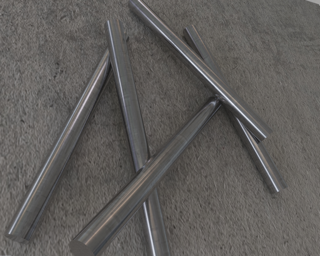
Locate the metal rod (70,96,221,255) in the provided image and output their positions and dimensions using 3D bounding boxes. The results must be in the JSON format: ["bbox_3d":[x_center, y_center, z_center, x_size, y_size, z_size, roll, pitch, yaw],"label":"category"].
[{"bbox_3d":[0.011,0.030,0.354,0.025,0.025,0.302,44,40,2],"label":"metal rod"}]

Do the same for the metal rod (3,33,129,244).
[{"bbox_3d":[-0.092,-0.017,0.364,0.025,0.025,0.300,26,53,-12],"label":"metal rod"}]

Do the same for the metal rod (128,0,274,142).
[{"bbox_3d":[0.055,-0.097,0.474,0.025,0.025,0.300,-32,74,-38],"label":"metal rod"}]

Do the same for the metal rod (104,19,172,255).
[{"bbox_3d":[-0.031,0.000,0.368,0.025,0.025,0.299,-2,69,-29],"label":"metal rod"}]

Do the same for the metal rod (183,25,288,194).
[{"bbox_3d":[0.111,-0.040,0.487,0.025,0.025,0.299,-13,68,-33],"label":"metal rod"}]
